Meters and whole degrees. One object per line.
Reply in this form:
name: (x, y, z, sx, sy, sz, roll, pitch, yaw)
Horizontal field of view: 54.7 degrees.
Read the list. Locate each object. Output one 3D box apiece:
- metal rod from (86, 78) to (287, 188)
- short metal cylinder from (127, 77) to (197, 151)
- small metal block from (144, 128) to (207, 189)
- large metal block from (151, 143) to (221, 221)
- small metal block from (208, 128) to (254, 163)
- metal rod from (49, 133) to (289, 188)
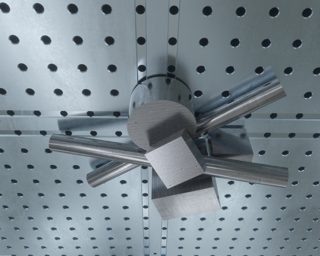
metal rod: (0.021, 0.015, 0.421, 0.300, 0.025, 0.025, -27, 125, 21)
short metal cylinder: (0.002, -0.015, 0.377, 0.081, 0.050, 0.079, 0, 129, 0)
small metal block: (0.019, 0.036, 0.361, 0.050, 0.025, 0.050, -28, 102, 22)
large metal block: (0.035, 0.074, 0.433, 0.080, 0.080, 0.050, -14, 129, 11)
small metal block: (0.092, 0.026, 0.414, 0.050, 0.050, 0.025, 1, 130, 0)
metal rod: (0.003, 0.039, 0.394, 0.301, 0.025, 0.025, 8, 131, 10)
